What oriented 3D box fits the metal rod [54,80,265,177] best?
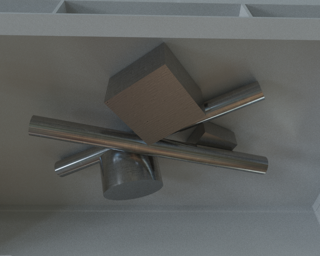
[{"bbox_3d":[-0.013,0.008,0.413,0.300,0.025,0.025,-22,127,17],"label":"metal rod"}]

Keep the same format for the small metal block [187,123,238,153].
[{"bbox_3d":[0.069,0.023,0.425,0.050,0.025,0.050,21,127,-17],"label":"small metal block"}]

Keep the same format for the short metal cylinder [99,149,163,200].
[{"bbox_3d":[-0.040,0.062,0.425,0.081,0.050,0.080,-10,153,-5],"label":"short metal cylinder"}]

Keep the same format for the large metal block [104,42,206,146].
[{"bbox_3d":[-0.004,-0.037,0.359,0.080,0.050,0.080,-29,125,22],"label":"large metal block"}]

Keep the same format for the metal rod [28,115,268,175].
[{"bbox_3d":[-0.007,0.024,0.394,0.302,0.025,0.025,10,129,-9],"label":"metal rod"}]
